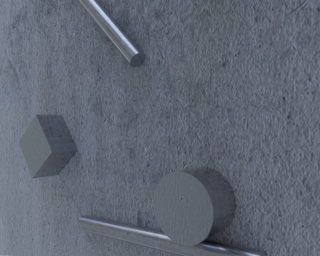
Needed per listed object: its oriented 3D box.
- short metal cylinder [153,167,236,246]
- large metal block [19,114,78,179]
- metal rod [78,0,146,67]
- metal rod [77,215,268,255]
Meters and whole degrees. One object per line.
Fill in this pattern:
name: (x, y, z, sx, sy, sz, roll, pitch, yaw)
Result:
short metal cylinder: (0.039, 0.087, 0.357, 0.080, 0.050, 0.080, 0, 90, 40)
large metal block: (-0.202, 0.032, 0.555, 0.080, 0.050, 0.080, -46, 63, 30)
metal rod: (-0.112, -0.201, 0.497, 0.025, 0.025, 0.300, -52, 60, 27)
metal rod: (-0.009, 0.147, 0.412, 0.300, 0.025, 0.025, -4, 88, 39)
